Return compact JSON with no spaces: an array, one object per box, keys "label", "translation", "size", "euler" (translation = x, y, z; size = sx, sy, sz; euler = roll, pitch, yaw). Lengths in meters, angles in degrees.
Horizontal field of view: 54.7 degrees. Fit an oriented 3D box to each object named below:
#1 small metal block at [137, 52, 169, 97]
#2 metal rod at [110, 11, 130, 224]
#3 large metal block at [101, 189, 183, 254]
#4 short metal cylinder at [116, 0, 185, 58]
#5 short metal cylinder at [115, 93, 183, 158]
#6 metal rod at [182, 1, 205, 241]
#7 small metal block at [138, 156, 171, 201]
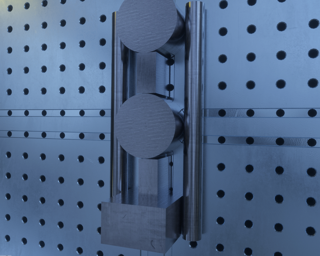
[{"label":"small metal block","translation":[-0.008,-0.068,0.401],"size":[0.025,0.050,0.050],"euler":[1,90,20]},{"label":"metal rod","translation":[-0.056,-0.009,0.431],"size":[0.025,0.025,0.298],"euler":[1,90,20]},{"label":"large metal block","translation":[-0.018,0.112,0.390],"size":[0.080,0.080,0.050],"euler":[1,91,20]},{"label":"short metal cylinder","translation":[-0.009,-0.132,0.402],"size":[0.080,0.050,0.080],"euler":[0,90,20]},{"label":"short metal cylinder","translation":[-0.011,-0.003,0.403],"size":[0.080,0.050,0.080],"euler":[0,90,20]},{"label":"metal rod","translation":[0.043,-0.008,0.396],"size":[0.025,0.025,0.298],"euler":[1,90,20]},{"label":"small metal block","translation":[-0.006,0.063,0.400],"size":[0.025,0.050,0.050],"euler":[0,90,20]}]
